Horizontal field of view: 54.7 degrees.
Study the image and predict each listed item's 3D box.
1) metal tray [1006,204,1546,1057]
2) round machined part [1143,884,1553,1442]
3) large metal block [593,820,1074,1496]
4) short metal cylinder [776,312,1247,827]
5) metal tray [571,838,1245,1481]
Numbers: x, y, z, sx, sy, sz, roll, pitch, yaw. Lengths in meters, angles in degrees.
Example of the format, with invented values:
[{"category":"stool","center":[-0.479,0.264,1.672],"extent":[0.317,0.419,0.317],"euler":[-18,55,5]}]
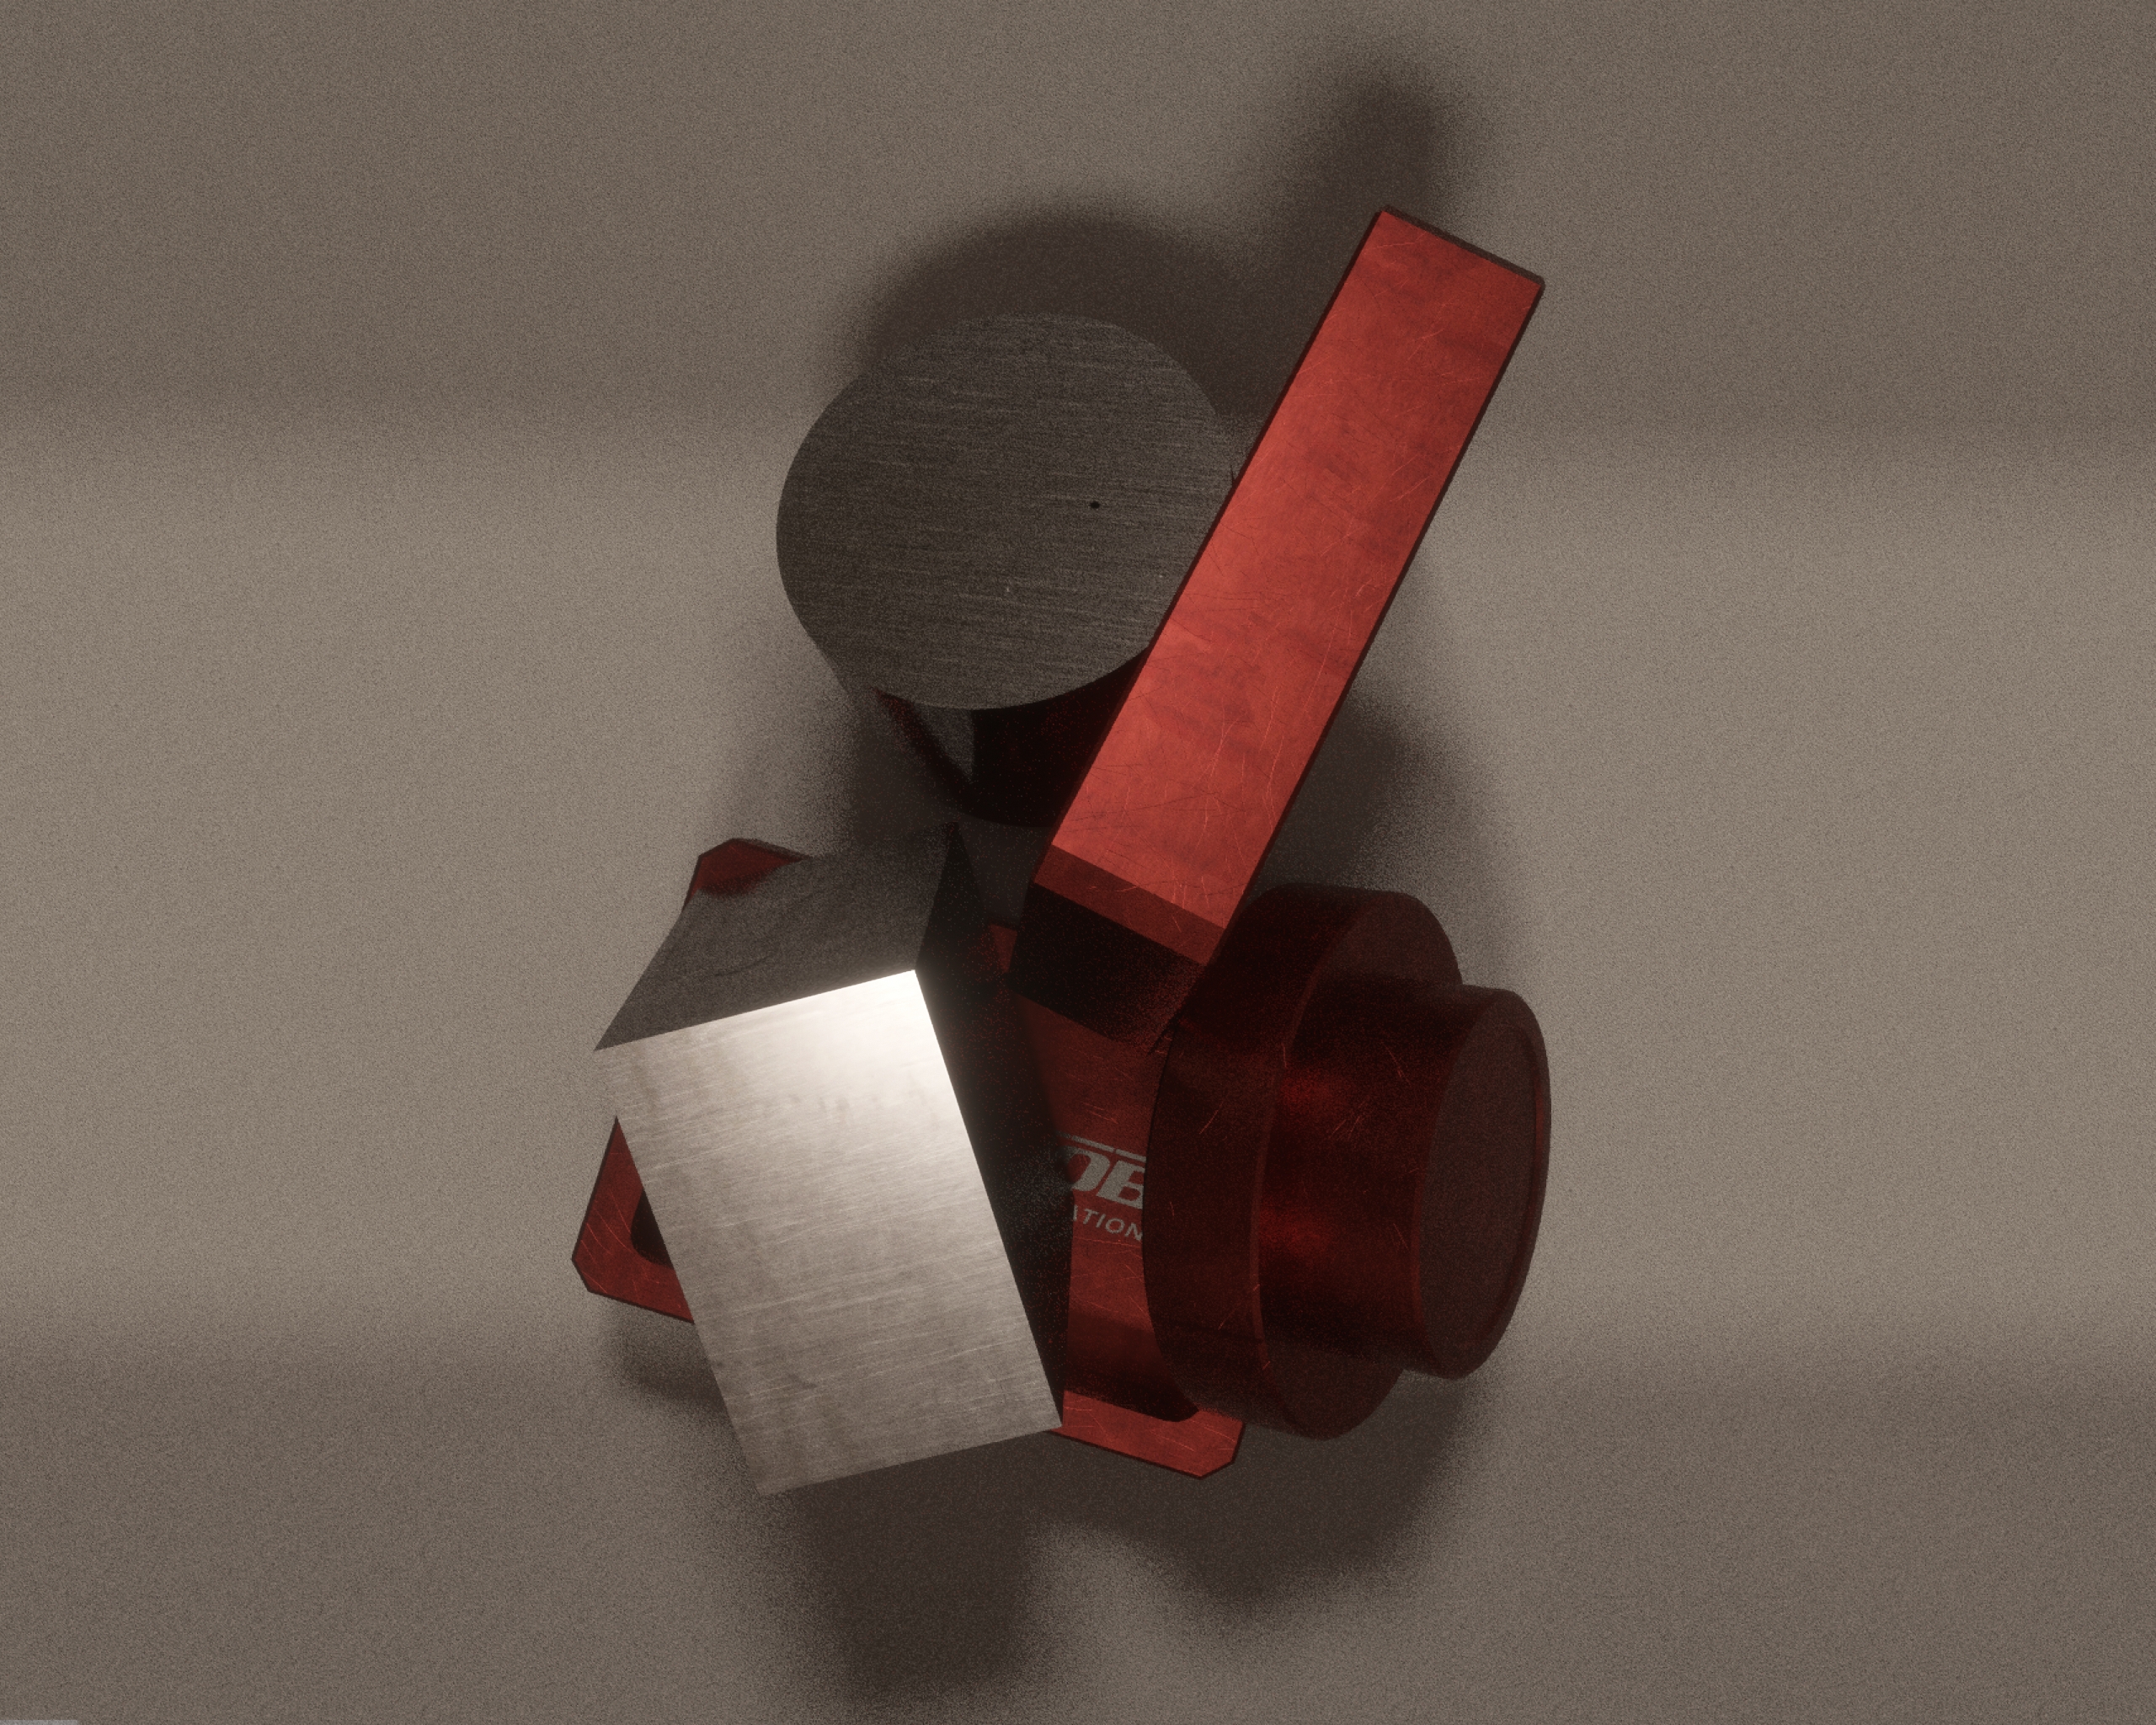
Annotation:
[{"category":"metal tray","center":[0.032,-0.036,0.362],"extent":[0.030,0.090,0.130],"euler":[27,74,3]},{"category":"round machined part","center":[0.053,0.054,0.371],"extent":[0.042,0.098,0.097],"euler":[6,90,30]},{"category":"large metal block","center":[-0.037,0.047,0.359],"extent":[0.050,0.080,0.080],"euler":[-15,106,6]},{"category":"short metal cylinder","center":[-0.009,-0.053,0.382],"extent":[0.080,0.050,0.080],"euler":[-4,67,10]},{"category":"metal tray","center":[-0.021,0.056,0.406],"extent":[0.131,0.030,0.090],"euler":[17,90,0]}]
